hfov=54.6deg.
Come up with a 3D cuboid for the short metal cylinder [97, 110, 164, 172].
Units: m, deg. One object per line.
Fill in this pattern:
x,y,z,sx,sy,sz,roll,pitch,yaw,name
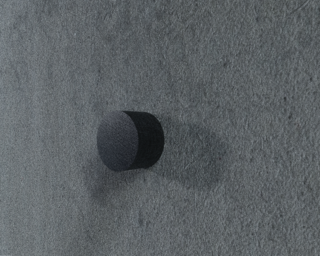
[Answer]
-0.041,0.017,0.424,0.080,0.050,0.080,0,90,40,short metal cylinder
